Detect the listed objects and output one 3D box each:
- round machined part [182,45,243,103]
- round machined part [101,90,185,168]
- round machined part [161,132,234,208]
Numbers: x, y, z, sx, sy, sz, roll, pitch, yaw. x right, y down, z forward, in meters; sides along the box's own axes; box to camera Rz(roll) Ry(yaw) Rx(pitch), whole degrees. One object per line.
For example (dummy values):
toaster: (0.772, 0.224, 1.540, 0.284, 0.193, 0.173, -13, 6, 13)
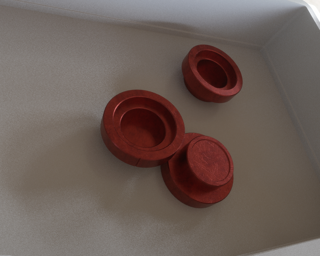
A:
round machined part: (0.077, -0.080, 0.487, 0.099, 0.042, 0.098, 14, 56, -21)
round machined part: (-0.023, 0.004, 0.376, 0.099, 0.042, 0.098, 10, 55, -15)
round machined part: (0.054, 0.049, 0.396, 0.099, 0.042, 0.098, 14, 56, -21)
